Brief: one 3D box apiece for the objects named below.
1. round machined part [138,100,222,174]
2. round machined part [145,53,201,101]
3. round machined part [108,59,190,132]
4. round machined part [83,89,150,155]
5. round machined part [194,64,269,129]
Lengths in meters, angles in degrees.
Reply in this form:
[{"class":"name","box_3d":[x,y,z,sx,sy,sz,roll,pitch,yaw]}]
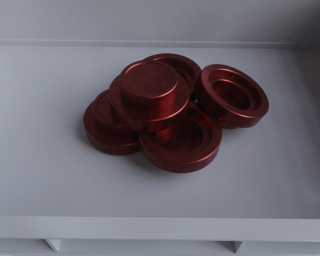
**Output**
[{"class":"round machined part","box_3d":[0.024,0.014,0.380,0.099,0.042,0.098,0,50,0]},{"class":"round machined part","box_3d":[0.011,-0.060,0.443,0.099,0.042,0.098,0,50,0]},{"class":"round machined part","box_3d":[-0.013,-0.046,0.374,0.099,0.042,0.098,0,50,0]},{"class":"round machined part","box_3d":[-0.050,-0.016,0.403,0.099,0.042,0.098,0,50,0]},{"class":"round machined part","box_3d":[0.089,-0.037,0.410,0.099,0.042,0.098,14,45,-15]}]
